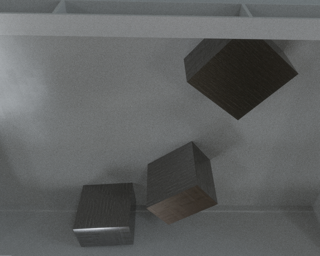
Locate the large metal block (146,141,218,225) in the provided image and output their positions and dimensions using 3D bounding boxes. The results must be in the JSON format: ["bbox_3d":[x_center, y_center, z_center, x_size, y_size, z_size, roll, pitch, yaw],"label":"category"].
[{"bbox_3d":[0.029,0.078,0.440,0.080,0.080,0.050,-30,124,22],"label":"large metal block"}]

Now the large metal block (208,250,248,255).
[{"bbox_3d":[0.143,0.301,0.635,0.081,0.080,0.050,-1,130,0],"label":"large metal block"}]

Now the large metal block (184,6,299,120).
[{"bbox_3d":[0.084,-0.067,0.337,0.080,0.050,0.080,33,123,-25],"label":"large metal block"}]

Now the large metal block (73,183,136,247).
[{"bbox_3d":[-0.082,0.135,0.487,0.080,0.080,0.050,-3,130,2],"label":"large metal block"}]
